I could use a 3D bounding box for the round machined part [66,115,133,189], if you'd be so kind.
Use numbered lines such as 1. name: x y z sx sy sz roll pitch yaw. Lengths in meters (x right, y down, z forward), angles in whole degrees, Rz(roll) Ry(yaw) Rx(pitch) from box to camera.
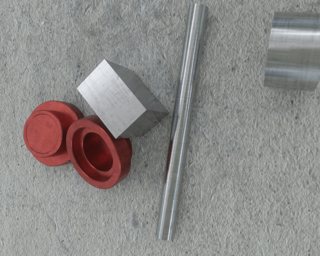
1. round machined part: -0.076 0.029 0.414 0.098 0.042 0.097 15 117 32

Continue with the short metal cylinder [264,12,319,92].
1. short metal cylinder: 0.143 -0.081 0.329 0.050 0.080 0.079 9 93 20

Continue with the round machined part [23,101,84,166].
1. round machined part: -0.159 0.008 0.456 0.098 0.042 0.097 0 90 20

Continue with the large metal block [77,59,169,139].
1. large metal block: -0.044 -0.034 0.395 0.050 0.080 0.080 -43 77 15

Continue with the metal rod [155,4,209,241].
1. metal rod: 0.028 -0.005 0.399 0.025 0.025 0.298 9 93 19
